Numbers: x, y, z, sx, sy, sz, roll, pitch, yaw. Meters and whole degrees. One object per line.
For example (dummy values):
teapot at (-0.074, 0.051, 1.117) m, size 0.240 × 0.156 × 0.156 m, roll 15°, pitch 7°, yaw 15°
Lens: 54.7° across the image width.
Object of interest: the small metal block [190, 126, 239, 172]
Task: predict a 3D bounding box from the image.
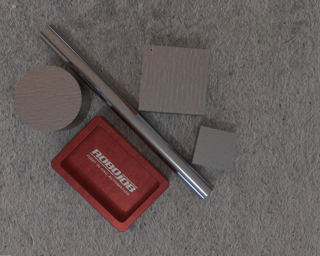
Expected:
small metal block at (0.072, 0.027, 0.413) m, size 0.050 × 0.025 × 0.050 m, roll 13°, pitch 90°, yaw -1°

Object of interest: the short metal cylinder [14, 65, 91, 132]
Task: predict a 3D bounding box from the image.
short metal cylinder at (-0.135, -0.036, 0.397) m, size 0.081 × 0.050 × 0.079 m, roll 0°, pitch 90°, yaw -1°

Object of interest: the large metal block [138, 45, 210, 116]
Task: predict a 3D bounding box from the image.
large metal block at (0.017, -0.058, 0.399) m, size 0.081 × 0.050 × 0.079 m, roll 4°, pitch 90°, yaw -1°

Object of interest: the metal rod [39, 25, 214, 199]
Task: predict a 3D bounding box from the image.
metal rod at (-0.043, -0.021, 0.410) m, size 0.025 × 0.025 × 0.300 m, roll -45°, pitch 91°, yaw 0°

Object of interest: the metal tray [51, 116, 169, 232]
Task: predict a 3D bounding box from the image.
metal tray at (-0.064, 0.058, 0.408) m, size 0.130 × 0.030 × 0.090 m, roll 44°, pitch 90°, yaw -1°
